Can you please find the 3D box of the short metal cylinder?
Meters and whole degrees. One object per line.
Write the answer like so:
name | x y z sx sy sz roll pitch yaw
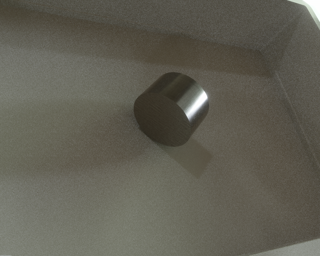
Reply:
short metal cylinder | 0.014 -0.023 0.390 0.080 0.080 0.050 41 51 -1
